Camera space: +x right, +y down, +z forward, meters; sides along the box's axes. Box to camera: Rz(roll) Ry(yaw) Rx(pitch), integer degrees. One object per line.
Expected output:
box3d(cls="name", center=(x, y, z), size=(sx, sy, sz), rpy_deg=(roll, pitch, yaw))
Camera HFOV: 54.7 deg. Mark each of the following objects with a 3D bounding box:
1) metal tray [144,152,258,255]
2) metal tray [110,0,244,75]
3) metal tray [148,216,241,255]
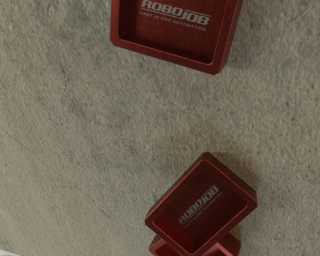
box3d(cls="metal tray", center=(0.053, 0.107, 0.414), size=(0.090, 0.030, 0.129), rpy_deg=(40, 110, 0))
box3d(cls="metal tray", center=(0.013, -0.117, 0.322), size=(0.130, 0.030, 0.089), rpy_deg=(20, 126, 16))
box3d(cls="metal tray", center=(0.051, 0.189, 0.492), size=(0.090, 0.030, 0.129), rpy_deg=(41, 129, -1))
